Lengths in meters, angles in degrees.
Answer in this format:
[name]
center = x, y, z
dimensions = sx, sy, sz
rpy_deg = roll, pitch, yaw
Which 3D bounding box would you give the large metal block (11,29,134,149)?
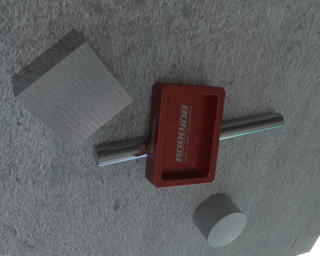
[large metal block]
center = -0.089, -0.040, 0.319
dimensions = 0.080, 0.050, 0.080
rpy_deg = -39, 130, -2

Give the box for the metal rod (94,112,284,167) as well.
[metal rod]
center = 0.057, 0.012, 0.447
dimensions = 0.303, 0.025, 0.025
rpy_deg = -10, 123, -23

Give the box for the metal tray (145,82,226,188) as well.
[metal tray]
center = 0.032, 0.009, 0.402
dimensions = 0.091, 0.030, 0.129
rpy_deg = 0, 102, -26

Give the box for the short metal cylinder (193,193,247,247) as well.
[short metal cylinder]
center = 0.106, 0.165, 0.553
dimensions = 0.081, 0.050, 0.079
rpy_deg = -14, 125, -21
